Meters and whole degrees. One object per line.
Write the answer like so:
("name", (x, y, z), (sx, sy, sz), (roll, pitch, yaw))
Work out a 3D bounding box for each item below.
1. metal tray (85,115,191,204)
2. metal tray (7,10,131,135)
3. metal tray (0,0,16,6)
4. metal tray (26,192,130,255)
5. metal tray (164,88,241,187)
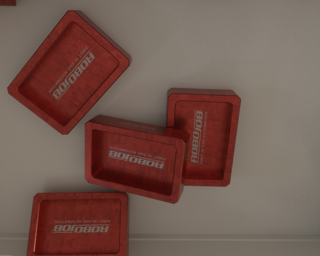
("metal tray", (-0.032, 0.039, 0.401), (0.131, 0.030, 0.089), (11, 112, 14))
("metal tray", (-0.110, -0.066, 0.382), (0.090, 0.030, 0.130), (41, 105, -14))
("metal tray", (-0.215, -0.135, 0.298), (0.091, 0.130, 0.030), (3, 110, 5))
("metal tray", (-0.110, 0.137, 0.430), (0.131, 0.030, 0.090), (-1, 71, -1))
("metal tray", (0.053, 0.014, 0.414), (0.091, 0.030, 0.129), (2, 110, -1))
